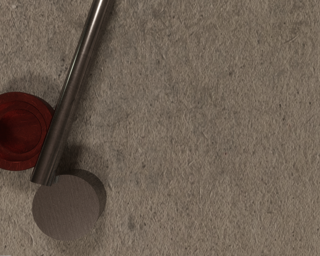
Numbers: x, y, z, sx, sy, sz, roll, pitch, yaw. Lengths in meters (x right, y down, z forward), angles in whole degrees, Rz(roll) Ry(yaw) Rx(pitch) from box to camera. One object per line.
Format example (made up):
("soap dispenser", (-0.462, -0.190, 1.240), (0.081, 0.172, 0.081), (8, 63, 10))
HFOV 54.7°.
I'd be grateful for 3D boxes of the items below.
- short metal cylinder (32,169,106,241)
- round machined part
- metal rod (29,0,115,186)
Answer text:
("short metal cylinder", (-0.113, 0.096, 0.396), (0.081, 0.050, 0.079), (0, 90, -1))
("round machined part", (-0.177, 0.004, 0.399), (0.099, 0.042, 0.097), (0, 90, -1))
("metal rod", (-0.097, -0.077, 0.383), (0.025, 0.025, 0.299), (16, 80, -1))
